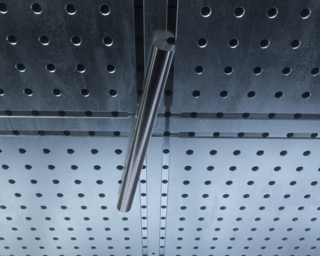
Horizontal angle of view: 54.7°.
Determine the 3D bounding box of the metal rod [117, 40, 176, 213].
[{"bbox_3d":[-0.028,0.021,0.429,0.025,0.025,0.298,9,130,-9],"label":"metal rod"}]
